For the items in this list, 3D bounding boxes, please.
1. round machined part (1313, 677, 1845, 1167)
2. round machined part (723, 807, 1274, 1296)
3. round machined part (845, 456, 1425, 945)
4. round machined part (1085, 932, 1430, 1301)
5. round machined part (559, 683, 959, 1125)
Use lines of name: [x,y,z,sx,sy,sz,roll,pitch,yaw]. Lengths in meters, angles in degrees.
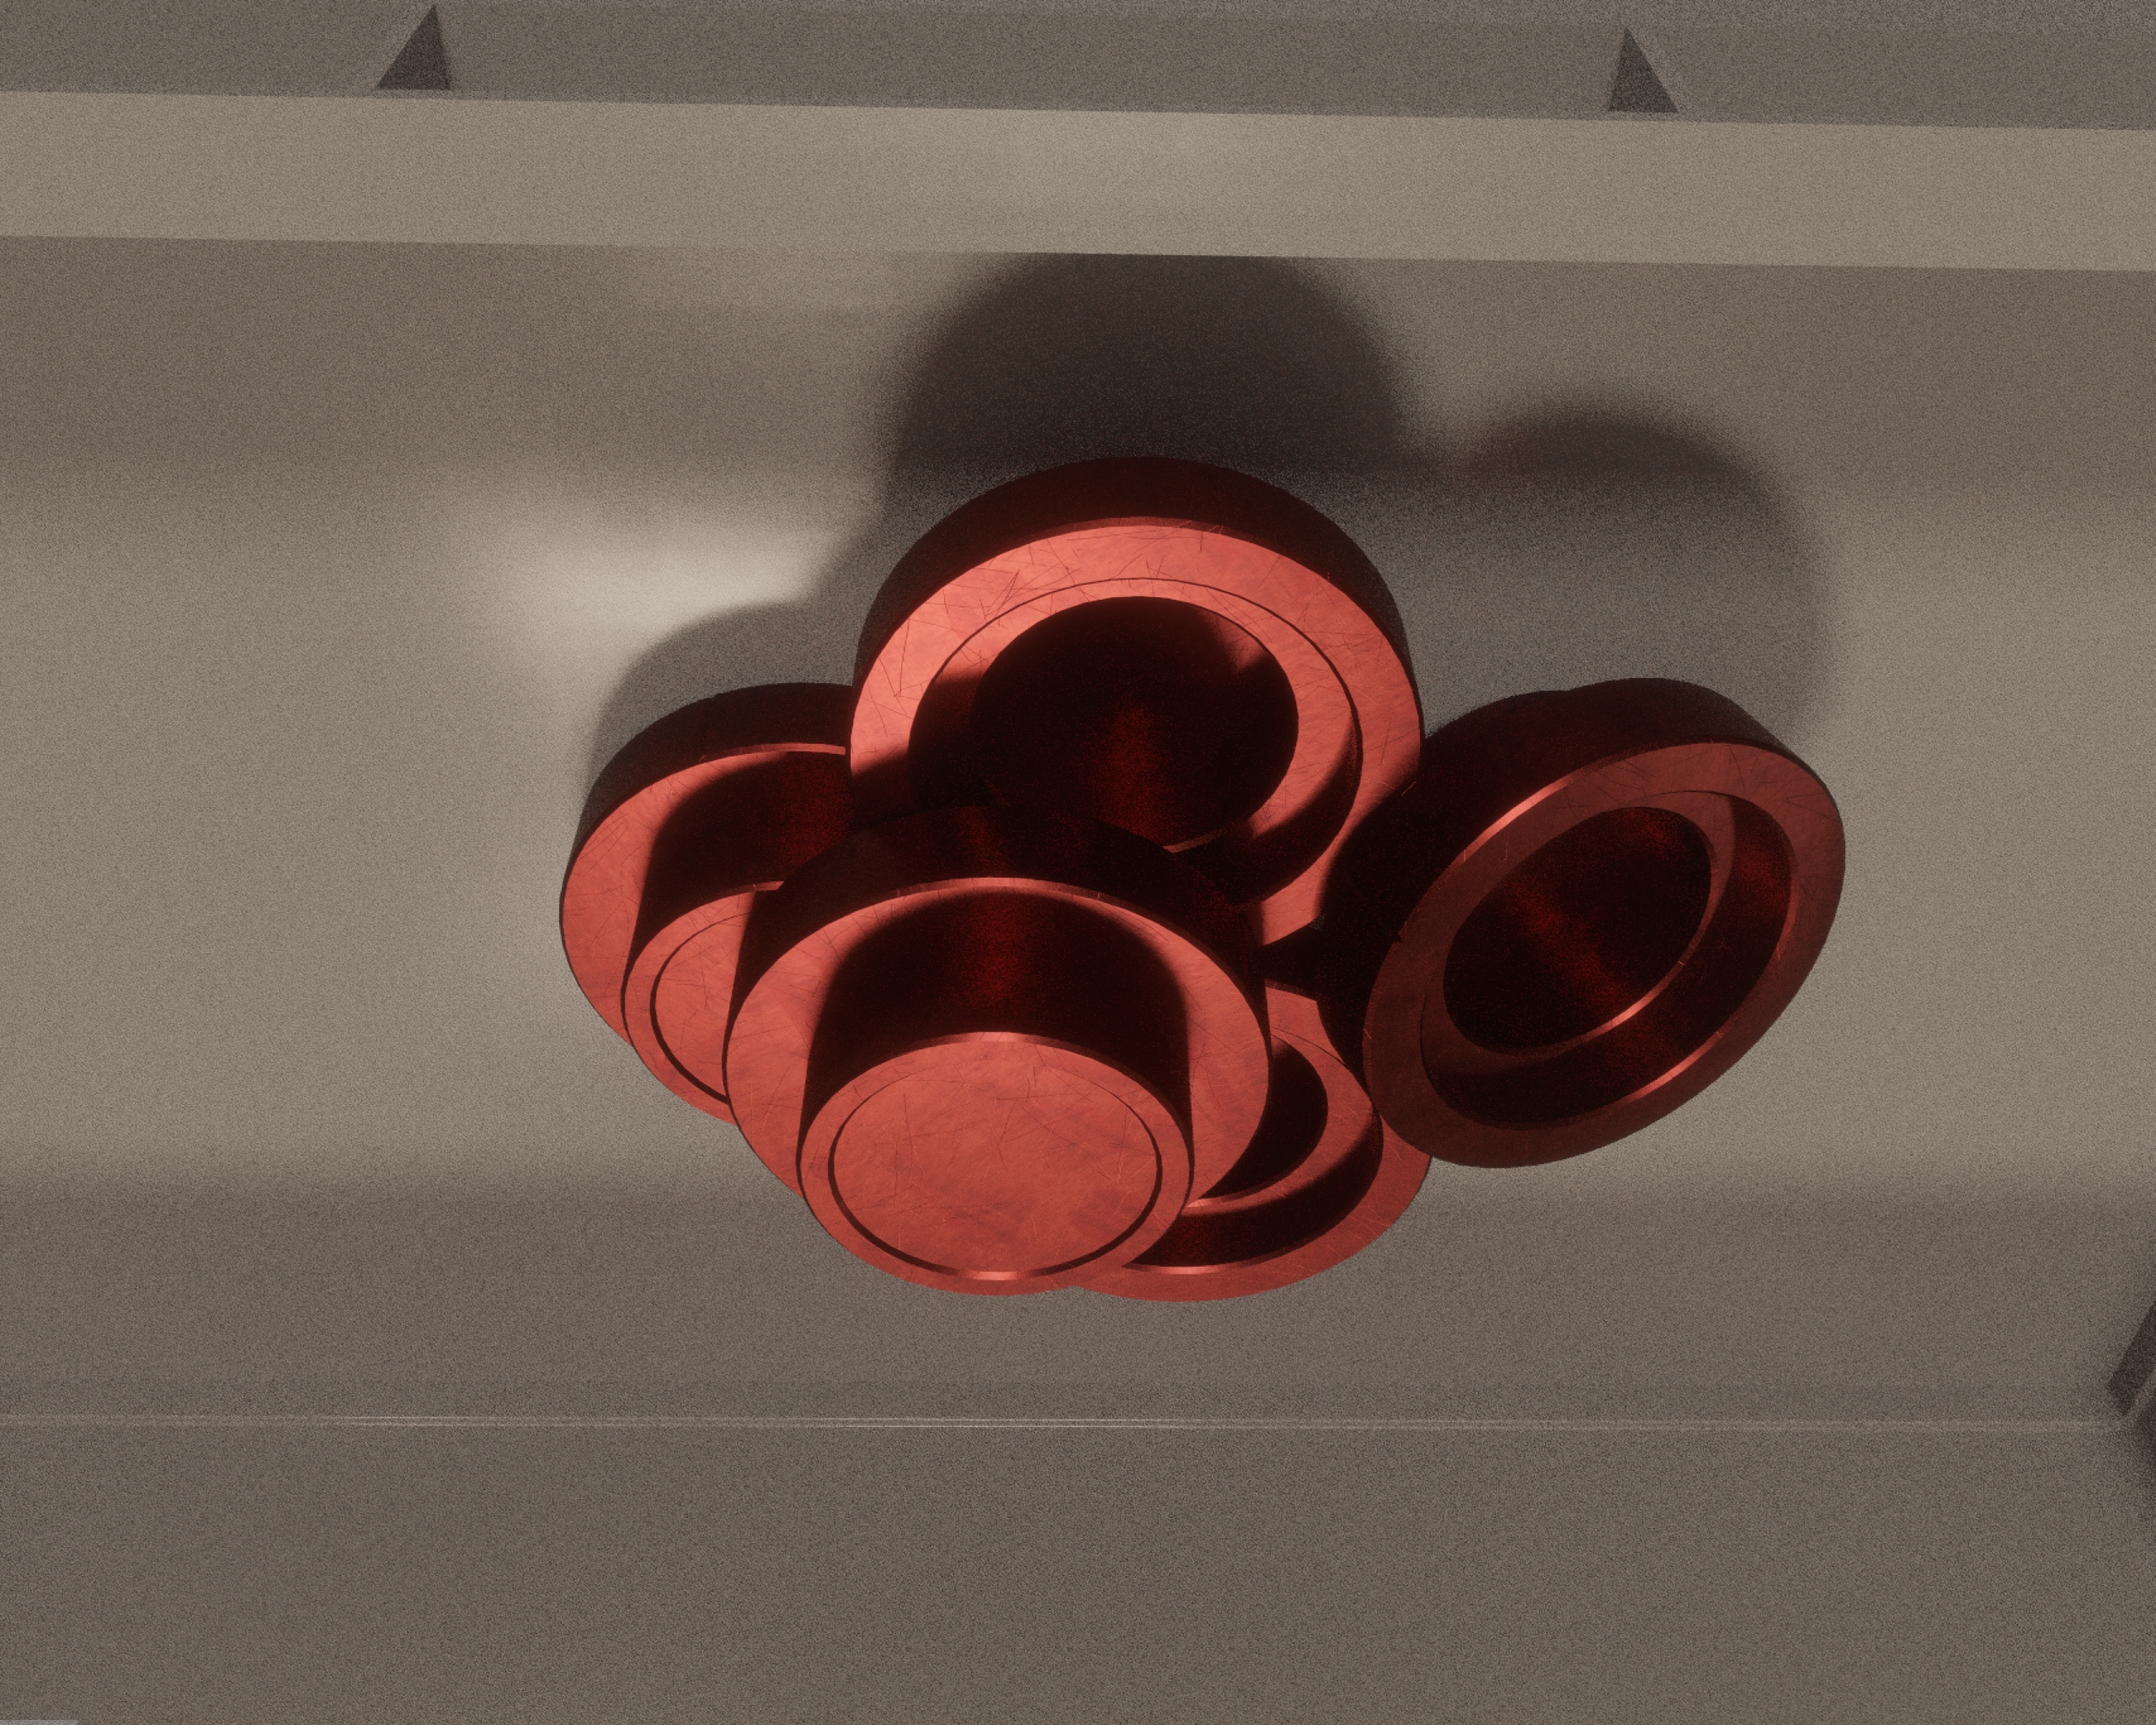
round machined part: [0.088,0.007,0.389,0.099,0.042,0.097,-13,129,-16]
round machined part: [-0.014,0.040,0.373,0.099,0.042,0.097,-1,130,0]
round machined part: [0.010,-0.030,0.371,0.099,0.042,0.097,-1,130,0]
round machined part: [0.022,0.045,0.434,0.099,0.042,0.097,-1,130,0]
round machined part: [-0.051,0.016,0.407,0.099,0.042,0.097,-1,130,0]
